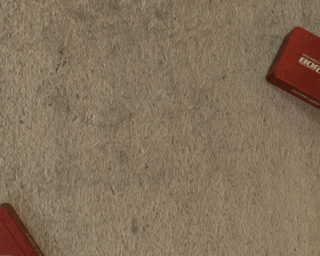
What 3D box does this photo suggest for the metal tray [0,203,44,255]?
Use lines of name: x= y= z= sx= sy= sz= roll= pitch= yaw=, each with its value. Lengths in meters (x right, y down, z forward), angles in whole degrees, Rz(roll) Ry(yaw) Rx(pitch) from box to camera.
metal tray: x=-0.178 y=0.161 z=0.340 sx=0.091 sy=0.030 sz=0.130 roll=-31 pitch=100 yaw=-18

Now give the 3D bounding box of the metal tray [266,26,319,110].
metal tray: x=0.242 y=-0.085 z=0.476 sx=0.130 sy=0.030 sz=0.090 roll=28 pitch=80 yaw=-1
